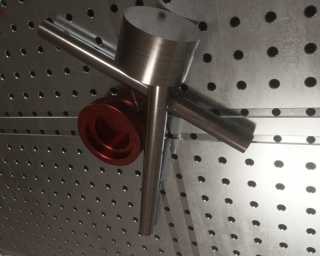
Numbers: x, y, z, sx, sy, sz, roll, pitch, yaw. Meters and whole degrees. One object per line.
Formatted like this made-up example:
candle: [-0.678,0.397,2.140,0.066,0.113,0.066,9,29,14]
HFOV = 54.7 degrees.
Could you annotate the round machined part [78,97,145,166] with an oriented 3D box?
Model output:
round machined part: [-0.062,0.001,0.432,0.098,0.042,0.097,13,124,20]

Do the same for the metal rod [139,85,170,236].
metal rod: [-0.012,0.060,0.433,0.025,0.025,0.298,20,132,16]

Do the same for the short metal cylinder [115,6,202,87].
short metal cylinder: [-0.003,-0.086,0.323,0.080,0.080,0.050,27,128,10]

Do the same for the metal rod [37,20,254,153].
metal rod: [-0.024,-0.055,0.387,0.301,0.025,0.025,30,128,8]
